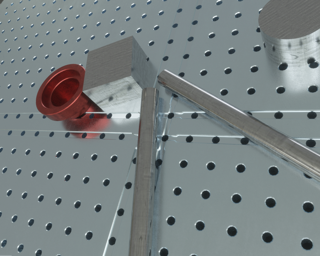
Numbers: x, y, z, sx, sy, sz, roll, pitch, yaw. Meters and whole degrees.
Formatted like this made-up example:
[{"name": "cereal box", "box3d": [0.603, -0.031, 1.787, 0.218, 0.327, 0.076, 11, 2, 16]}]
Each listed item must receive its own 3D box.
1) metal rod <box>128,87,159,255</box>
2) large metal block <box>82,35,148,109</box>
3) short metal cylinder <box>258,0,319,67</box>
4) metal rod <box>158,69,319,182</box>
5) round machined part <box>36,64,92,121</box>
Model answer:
[{"name": "metal rod", "box3d": [-0.019, 0.078, 0.369, 0.025, 0.025, 0.299, -11, 57, 22]}, {"name": "large metal block", "box3d": [-0.067, -0.085, 0.477, 0.080, 0.050, 0.080, -14, 56, 20]}, {"name": "short metal cylinder", "box3d": [0.166, -0.122, 0.380, 0.080, 0.050, 0.080, -13, 57, 21]}, {"name": "metal rod", "box3d": [0.101, -0.002, 0.355, 0.025, 0.025, 0.300, -49, 52, -6]}, {"name": "round machined part", "box3d": [-0.149, -0.053, 0.506, 0.098, 0.042, 0.098, -13, 56, 20]}]
